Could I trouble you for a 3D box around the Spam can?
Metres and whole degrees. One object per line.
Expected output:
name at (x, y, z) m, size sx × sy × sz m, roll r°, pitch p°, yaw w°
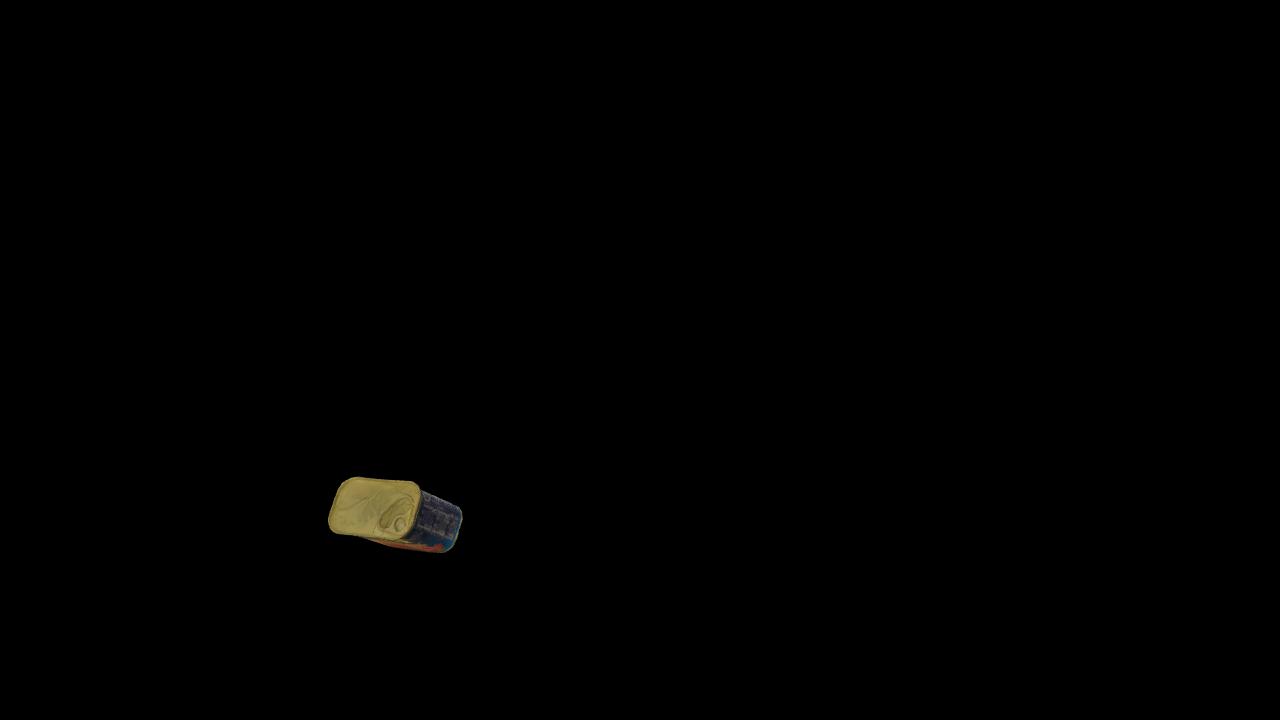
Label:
Spam can at (-0.249, 0.162, 0.637) m, size 0.101 × 0.058 × 0.085 m, roll 1°, pitch -26°, yaw 19°
